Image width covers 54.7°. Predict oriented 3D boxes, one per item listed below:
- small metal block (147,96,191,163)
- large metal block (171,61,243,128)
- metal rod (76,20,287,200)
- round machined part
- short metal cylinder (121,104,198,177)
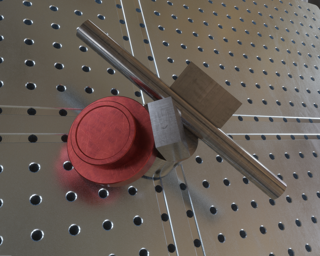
[{"bbox_3d":[0.010,0.003,0.324,0.025,0.050,0.050,-16,64,9],"label":"small metal block"},{"bbox_3d":[0.055,-0.041,0.415,0.080,0.050,0.080,39,8,-2],"label":"large metal block"},{"bbox_3d":[0.026,-0.021,0.366,0.300,0.025,0.025,40,51,-1],"label":"metal rod"},{"bbox_3d":[-0.053,0.010,0.325,0.098,0.042,0.098,-4,71,11],"label":"round machined part"},{"bbox_3d":[-0.001,0.014,0.378,0.081,0.050,0.080,14,56,-21],"label":"short metal cylinder"}]
